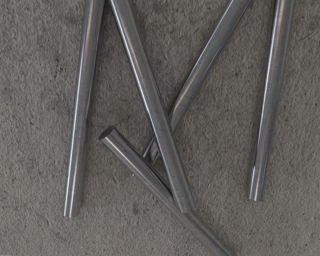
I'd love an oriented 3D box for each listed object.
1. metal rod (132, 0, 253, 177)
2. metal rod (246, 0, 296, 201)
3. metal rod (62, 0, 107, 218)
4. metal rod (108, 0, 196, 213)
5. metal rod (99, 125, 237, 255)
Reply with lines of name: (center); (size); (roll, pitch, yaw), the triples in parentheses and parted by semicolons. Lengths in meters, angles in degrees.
metal rod: (0.041, -0.058, 0.388); (0.025, 0.025, 0.298); (27, 108, -10)
metal rod: (0.140, -0.042, 0.395); (0.025, 0.025, 0.298); (1, 110, -1)
metal rod: (-0.101, -0.014, 0.403); (0.025, 0.025, 0.298); (10, 110, -4)
metal rod: (-0.010, -0.035, 0.375); (0.025, 0.025, 0.298); (-17, 102, 6)
metal rod: (0.026, 0.110, 0.431); (0.025, 0.025, 0.300); (-36, 114, 12)
